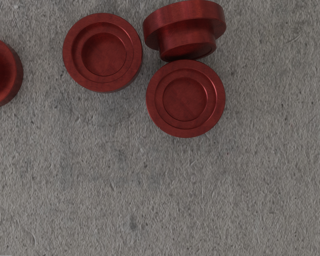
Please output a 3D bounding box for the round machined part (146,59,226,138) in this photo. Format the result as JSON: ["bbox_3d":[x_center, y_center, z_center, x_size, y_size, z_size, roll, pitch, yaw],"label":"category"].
[{"bbox_3d":[0.032,-0.036,0.402,0.099,0.042,0.097,0,90,0],"label":"round machined part"}]

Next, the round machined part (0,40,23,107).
[{"bbox_3d":[-0.235,-0.074,0.399,0.099,0.042,0.097,0,90,0],"label":"round machined part"}]

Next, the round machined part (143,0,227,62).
[{"bbox_3d":[0.031,-0.109,0.372,0.099,0.098,0.042,-9,85,0],"label":"round machined part"}]

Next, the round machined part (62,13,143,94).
[{"bbox_3d":[-0.071,-0.093,0.401,0.099,0.042,0.097,0,90,0],"label":"round machined part"}]
